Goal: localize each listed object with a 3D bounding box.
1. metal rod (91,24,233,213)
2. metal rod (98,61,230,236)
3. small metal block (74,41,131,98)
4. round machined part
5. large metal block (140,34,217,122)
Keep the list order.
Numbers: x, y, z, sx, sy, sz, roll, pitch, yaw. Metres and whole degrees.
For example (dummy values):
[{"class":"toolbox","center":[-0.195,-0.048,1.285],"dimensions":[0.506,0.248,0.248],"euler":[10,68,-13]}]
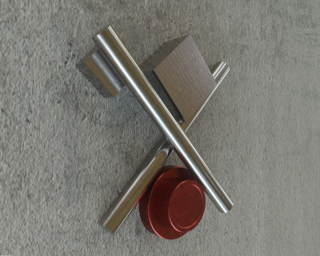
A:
[{"class":"metal rod","center":[0.017,0.007,0.390],"dimensions":[0.025,0.025,0.300],"euler":[-51,120,-28]},{"class":"metal rod","center":[0.019,0.011,0.426],"dimensions":[0.025,0.025,0.301],"euler":[53,59,-28]},{"class":"small metal block","center":[-0.060,-0.070,0.358],"dimensions":[0.050,0.025,0.050],"euler":[51,60,-28]},{"class":"round machined part","center":[0.024,0.101,0.417],"dimensions":[0.099,0.042,0.097],"euler":[0,90,-40]},{"class":"large metal block","center":[0.020,-0.064,0.410],"dimensions":[0.080,0.050,0.080],"euler":[-49,120,-29]}]
